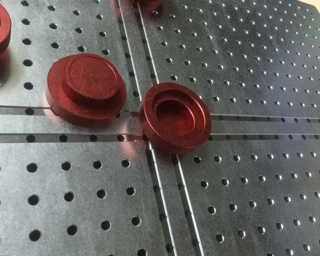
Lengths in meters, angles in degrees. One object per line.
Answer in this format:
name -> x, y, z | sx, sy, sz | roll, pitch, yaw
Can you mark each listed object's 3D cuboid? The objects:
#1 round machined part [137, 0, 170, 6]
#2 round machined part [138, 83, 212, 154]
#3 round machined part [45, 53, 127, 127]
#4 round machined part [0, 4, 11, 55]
round machined part -> -0.020, -0.256, 0.544 | 0.099, 0.042, 0.098 | 14, 56, -21
round machined part -> 0.016, -0.009, 0.413 | 0.099, 0.042, 0.098 | 14, 56, -21
round machined part -> -0.088, -0.053, 0.384 | 0.099, 0.042, 0.098 | 14, 56, -21
round machined part -> -0.221, -0.109, 0.345 | 0.099, 0.042, 0.098 | 14, 56, -21
